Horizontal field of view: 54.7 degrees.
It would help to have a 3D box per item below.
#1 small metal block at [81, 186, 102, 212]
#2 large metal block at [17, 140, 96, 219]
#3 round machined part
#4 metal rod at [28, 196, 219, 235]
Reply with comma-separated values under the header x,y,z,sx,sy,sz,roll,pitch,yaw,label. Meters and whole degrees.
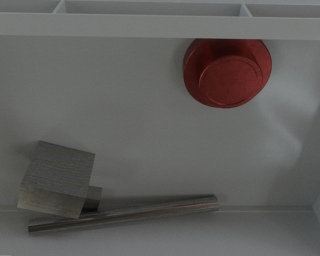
x,y,z,sx,sy,sz,roll,pitch,yaw,label
-0.126,0.119,0.509,0.050,0.025,0.050,12,129,-11,small metal block
-0.141,0.071,0.432,0.081,0.080,0.050,16,128,-14,large metal block
0.076,-0.061,0.348,0.099,0.042,0.097,-1,130,0,round machined part
-0.054,0.142,0.504,0.302,0.025,0.025,-6,131,-6,metal rod
